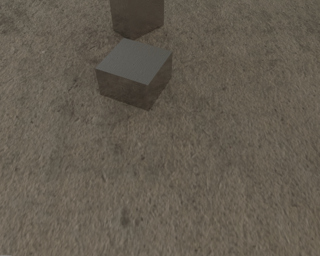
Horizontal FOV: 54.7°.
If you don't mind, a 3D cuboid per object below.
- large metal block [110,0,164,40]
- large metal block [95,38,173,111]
[{"bbox_3d":[-0.039,-0.212,0.545,0.080,0.080,0.050,-36,59,-26],"label":"large metal block"},{"bbox_3d":[-0.035,-0.080,0.454,0.080,0.050,0.080,20,53,15],"label":"large metal block"}]
